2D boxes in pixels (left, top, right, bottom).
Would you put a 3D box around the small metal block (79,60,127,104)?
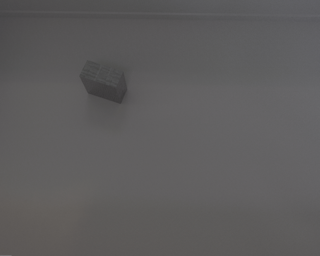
[{"bbox_3d":[-0.075,-0.061,0.418,0.050,0.050,0.025,18,71,6],"label":"small metal block"}]
